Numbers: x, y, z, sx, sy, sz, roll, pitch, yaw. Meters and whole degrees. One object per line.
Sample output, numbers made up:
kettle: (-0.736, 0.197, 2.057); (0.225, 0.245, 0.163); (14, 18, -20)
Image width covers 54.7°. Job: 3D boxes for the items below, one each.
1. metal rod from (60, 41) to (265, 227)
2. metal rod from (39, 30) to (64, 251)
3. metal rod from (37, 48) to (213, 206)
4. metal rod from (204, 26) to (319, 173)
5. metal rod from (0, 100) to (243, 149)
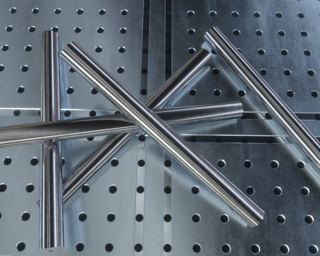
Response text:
metal rod: (0.005, 0.010, 0.365); (0.300, 0.025, 0.025); (42, 75, -3)
metal rod: (-0.139, -0.004, 0.394); (0.025, 0.025, 0.299); (-9, 64, -4)
metal rod: (-0.036, -0.004, 0.412); (0.025, 0.025, 0.301); (42, 75, 13)
metal rod: (0.160, -0.026, 0.423); (0.025, 0.025, 0.299); (-33, 74, -11)
metal rod: (-0.038, -0.007, 0.385); (0.302, 0.025, 0.025); (-7, 70, -14)
